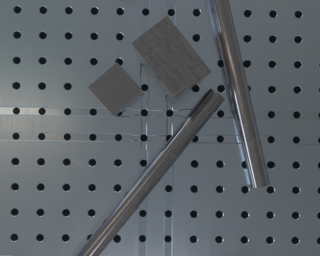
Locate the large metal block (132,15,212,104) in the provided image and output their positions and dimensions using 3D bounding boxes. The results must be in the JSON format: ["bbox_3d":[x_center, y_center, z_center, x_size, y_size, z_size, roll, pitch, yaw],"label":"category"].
[{"bbox_3d":[0.013,-0.079,0.386,0.050,0.080,0.080,-38,90,0],"label":"large metal block"}]

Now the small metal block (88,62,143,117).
[{"bbox_3d":[-0.058,-0.051,0.413,0.050,0.025,0.050,-42,90,0],"label":"small metal block"}]

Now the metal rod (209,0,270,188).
[{"bbox_3d":[0.102,-0.069,0.413,0.025,0.025,0.298,-13,90,0],"label":"metal rod"}]

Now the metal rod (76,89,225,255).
[{"bbox_3d":[-0.018,0.072,0.413,0.025,0.025,0.300,39,90,0],"label":"metal rod"}]
